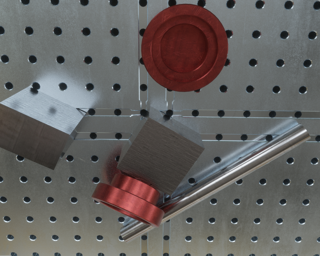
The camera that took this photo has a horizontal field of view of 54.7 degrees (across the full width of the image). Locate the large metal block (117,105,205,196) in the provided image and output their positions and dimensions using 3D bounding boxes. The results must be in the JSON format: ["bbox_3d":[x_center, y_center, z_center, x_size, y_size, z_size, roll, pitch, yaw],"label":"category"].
[{"bbox_3d":[0.000,0.030,0.411,0.080,0.050,0.080,30,107,-11],"label":"large metal block"}]

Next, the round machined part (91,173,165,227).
[{"bbox_3d":[-0.039,0.095,0.420,0.098,0.098,0.042,28,70,-10],"label":"round machined part"}]

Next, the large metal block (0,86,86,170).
[{"bbox_3d":[-0.147,-0.003,0.382,0.080,0.080,0.050,26,108,-9],"label":"large metal block"}]

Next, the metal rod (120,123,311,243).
[{"bbox_3d":[0.071,0.084,0.444,0.300,0.025,0.025,-33,107,11],"label":"metal rod"}]

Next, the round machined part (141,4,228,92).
[{"bbox_3d":[0.028,-0.095,0.369,0.099,0.042,0.097,0,110,0],"label":"round machined part"}]
